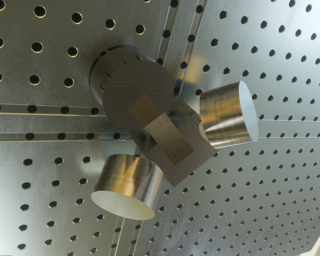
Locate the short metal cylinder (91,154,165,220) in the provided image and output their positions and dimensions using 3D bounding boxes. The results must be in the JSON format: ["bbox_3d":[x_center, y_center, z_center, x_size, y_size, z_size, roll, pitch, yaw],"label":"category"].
[{"bbox_3d":[-0.039,0.075,0.389,0.080,0.050,0.080,12,145,9],"label":"short metal cylinder"}]

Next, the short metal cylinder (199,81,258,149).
[{"bbox_3d":[0.091,-0.016,0.402,0.050,0.080,0.080,-13,136,28],"label":"short metal cylinder"}]

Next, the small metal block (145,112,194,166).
[{"bbox_3d":[0.010,0.013,0.340,0.025,0.050,0.050,-37,86,-1],"label":"small metal block"}]

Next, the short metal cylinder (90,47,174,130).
[{"bbox_3d":[-0.032,-0.045,0.346,0.081,0.050,0.079,-14,124,-21],"label":"short metal cylinder"}]

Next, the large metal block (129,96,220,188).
[{"bbox_3d":[0.020,0.019,0.410,0.080,0.050,0.080,-39,130,-2],"label":"large metal block"}]
